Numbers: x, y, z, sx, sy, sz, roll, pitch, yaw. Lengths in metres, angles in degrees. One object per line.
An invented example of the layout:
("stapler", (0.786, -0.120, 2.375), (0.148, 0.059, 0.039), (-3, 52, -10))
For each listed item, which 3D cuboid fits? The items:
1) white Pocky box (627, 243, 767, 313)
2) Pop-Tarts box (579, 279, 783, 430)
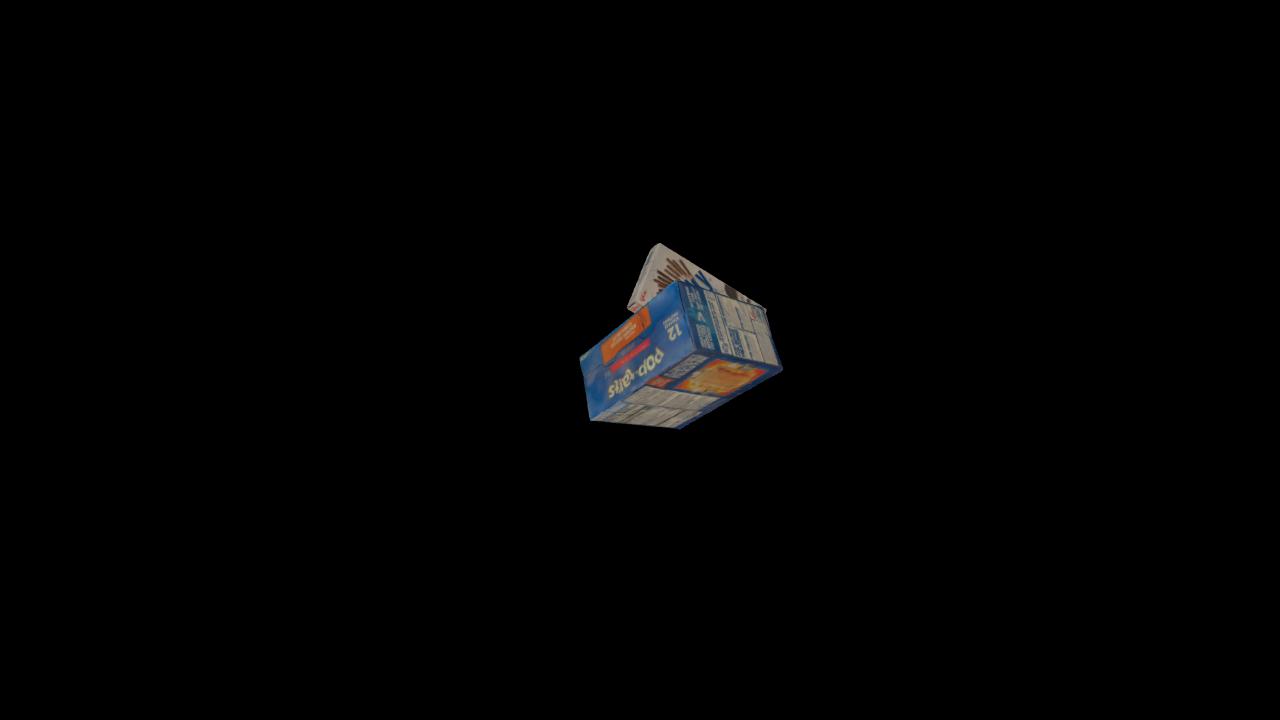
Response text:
("white Pocky box", (0.067, -0.058, 0.691), (0.154, 0.084, 0.028), (28, -25, -17))
("Pop-Tarts box", (0.041, 0.003, 0.671), (0.141, 0.083, 0.167), (10, -35, -41))
